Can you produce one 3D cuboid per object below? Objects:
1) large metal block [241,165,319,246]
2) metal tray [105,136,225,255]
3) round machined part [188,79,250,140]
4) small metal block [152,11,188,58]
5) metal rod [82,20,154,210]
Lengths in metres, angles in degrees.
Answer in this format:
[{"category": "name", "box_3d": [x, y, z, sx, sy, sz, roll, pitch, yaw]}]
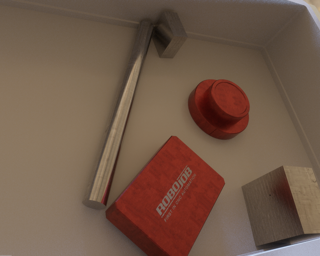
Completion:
[{"category": "large metal block", "box_3d": [0.158, 0.102, 0.396, 0.050, 0.080, 0.080, 8, 58, -25]}, {"category": "metal tray", "box_3d": [0.012, 0.078, 0.355, 0.090, 0.030, 0.131, 42, 45, 0]}, {"category": "round machined part", "box_3d": [0.096, -0.035, 0.470, 0.099, 0.042, 0.098, 14, 56, -21]}, {"category": "small metal block", "box_3d": [0.013, -0.146, 0.487, 0.025, 0.050, 0.050, -6, 65, -31]}, {"category": "metal rod", "box_3d": [-0.045, -0.041, 0.407, 0.025, 0.025, 0.300, 22, 53, -16]}]
